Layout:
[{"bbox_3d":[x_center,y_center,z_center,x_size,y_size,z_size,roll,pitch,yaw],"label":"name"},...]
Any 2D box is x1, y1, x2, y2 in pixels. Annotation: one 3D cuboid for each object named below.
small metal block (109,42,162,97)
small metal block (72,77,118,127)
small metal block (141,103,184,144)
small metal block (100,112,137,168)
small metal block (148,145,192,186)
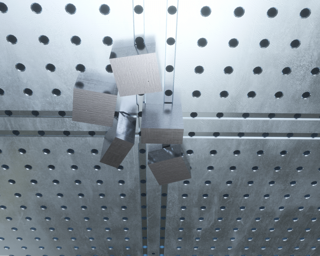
[{"bbox_3d":[-0.026,-0.066,0.355,0.050,0.025,0.050,-7,130,5],"label":"small metal block"},{"bbox_3d":[-0.080,-0.032,0.384,0.050,0.025,0.050,9,130,-8],"label":"small metal block"},{"bbox_3d":[0.002,-0.006,0.390,0.050,0.050,0.025,1,130,-2],"label":"small metal block"},{"bbox_3d":[-0.055,0.016,0.408,0.025,0.050,0.050,23,126,-19],"label":"small metal block"},{"bbox_3d":[0.015,0.055,0.459,0.050,0.025,0.050,-16,129,12],"label":"small metal block"}]
